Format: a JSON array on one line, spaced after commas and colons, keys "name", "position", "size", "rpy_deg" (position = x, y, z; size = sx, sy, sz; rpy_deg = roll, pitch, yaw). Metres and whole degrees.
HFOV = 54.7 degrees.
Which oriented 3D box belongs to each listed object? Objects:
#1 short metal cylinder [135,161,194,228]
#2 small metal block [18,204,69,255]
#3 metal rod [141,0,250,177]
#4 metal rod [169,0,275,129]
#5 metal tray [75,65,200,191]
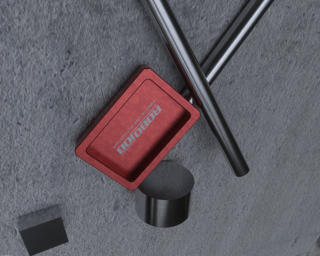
[{"name": "short metal cylinder", "position": [0.005, 0.091, 0.432], "size": [0.081, 0.080, 0.050], "rpy_deg": [-12, 124, -23]}, {"name": "small metal block", "position": [-0.153, 0.134, 0.407], "size": [0.050, 0.025, 0.050], "rpy_deg": [-16, 125, -20]}, {"name": "metal rod", "position": [0.048, -0.048, 0.374], "size": [0.025, 0.025, 0.299], "rpy_deg": [-36, 120, -5]}, {"name": "metal rod", "position": [0.099, -0.120, 0.388], "size": [0.025, 0.025, 0.299], "rpy_deg": [28, 103, -38]}, {"name": "metal tray", "position": [-0.027, 0.001, 0.373], "size": [0.090, 0.030, 0.130], "rpy_deg": [39, 96, -21]}]
